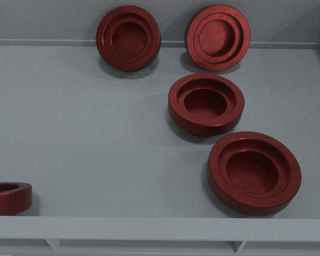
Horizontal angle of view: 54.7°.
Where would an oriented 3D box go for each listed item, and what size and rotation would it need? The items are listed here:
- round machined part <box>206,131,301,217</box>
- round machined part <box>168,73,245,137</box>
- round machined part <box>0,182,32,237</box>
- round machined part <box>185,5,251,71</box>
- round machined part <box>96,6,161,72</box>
[{"bbox_3d":[0.102,0.054,0.350,0.099,0.042,0.098,0,50,0],"label":"round machined part"},{"bbox_3d":[0.060,-0.026,0.417,0.099,0.042,0.098,0,50,0],"label":"round machined part"},{"bbox_3d":[-0.177,0.081,0.300,0.099,0.098,0.042,-1,88,-2],"label":"round machined part"},{"bbox_3d":[0.087,-0.141,0.486,0.099,0.097,0.042,-3,22,-3],"label":"round machined part"},{"bbox_3d":[-0.047,-0.136,0.487,0.099,0.042,0.097,0,90,7],"label":"round machined part"}]
